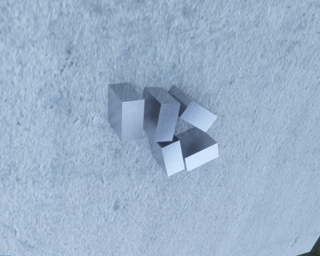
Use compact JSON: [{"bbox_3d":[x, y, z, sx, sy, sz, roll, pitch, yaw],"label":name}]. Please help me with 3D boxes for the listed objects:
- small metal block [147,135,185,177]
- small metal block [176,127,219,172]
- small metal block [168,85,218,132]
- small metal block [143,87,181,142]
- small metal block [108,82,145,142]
[{"bbox_3d":[0.007,0.028,0.413,0.025,0.050,0.050,-23,127,-15],"label":"small metal block"},{"bbox_3d":[0.046,0.028,0.435,0.050,0.050,0.025,-24,127,-14],"label":"small metal block"},{"bbox_3d":[0.038,-0.025,0.397,0.050,0.050,0.025,27,103,-38],"label":"small metal block"},{"bbox_3d":[-0.002,-0.017,0.380,0.025,0.050,0.050,-3,120,-27],"label":"small metal block"},{"bbox_3d":[-0.040,-0.019,0.358,0.025,0.050,0.050,-10,123,-24],"label":"small metal block"}]
